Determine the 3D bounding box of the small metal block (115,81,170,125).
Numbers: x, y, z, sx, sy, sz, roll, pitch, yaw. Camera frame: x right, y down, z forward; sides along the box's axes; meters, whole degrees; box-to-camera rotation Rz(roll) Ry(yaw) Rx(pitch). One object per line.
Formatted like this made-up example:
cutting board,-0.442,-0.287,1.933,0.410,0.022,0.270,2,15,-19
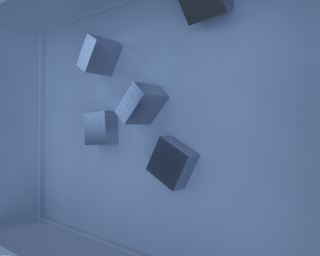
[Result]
small metal block,-0.023,-0.031,0.408,0.025,0.050,0.050,50,119,28

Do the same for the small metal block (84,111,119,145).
small metal block,-0.091,0.001,0.480,0.050,0.025,0.050,-4,87,39

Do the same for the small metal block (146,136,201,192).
small metal block,0.016,0.044,0.392,0.050,0.025,0.050,34,111,34

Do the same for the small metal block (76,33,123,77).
small metal block,-0.090,-0.108,0.462,0.025,0.050,0.050,39,114,33

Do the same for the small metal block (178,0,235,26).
small metal block,0.049,-0.151,0.350,0.050,0.025,0.050,-7,120,39
